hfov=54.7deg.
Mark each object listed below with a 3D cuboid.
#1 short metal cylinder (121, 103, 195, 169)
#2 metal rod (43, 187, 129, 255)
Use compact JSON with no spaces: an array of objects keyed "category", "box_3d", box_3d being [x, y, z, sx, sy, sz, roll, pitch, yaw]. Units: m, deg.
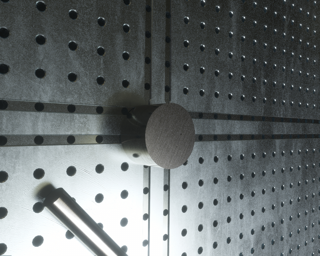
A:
[{"category":"short metal cylinder","box_3d":[-0.002,0.009,0.391,0.081,0.050,0.080,0,90,-40]},{"category":"metal rod","box_3d":[-0.033,0.182,0.381,0.025,0.025,0.299,-49,119,-29]}]
